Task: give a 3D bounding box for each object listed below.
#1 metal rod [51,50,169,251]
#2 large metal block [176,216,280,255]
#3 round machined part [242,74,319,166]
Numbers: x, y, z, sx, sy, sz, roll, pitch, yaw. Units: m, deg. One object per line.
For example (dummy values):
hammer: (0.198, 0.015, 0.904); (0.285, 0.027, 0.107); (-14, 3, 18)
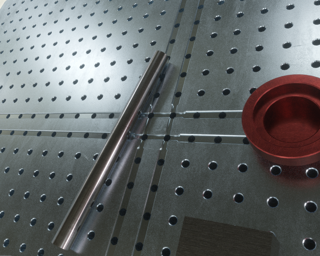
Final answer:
metal rod: (-0.060, 0.018, 0.429); (0.025, 0.025, 0.300); (14, 68, 33)
large metal block: (0.059, 0.132, 0.280); (0.080, 0.050, 0.080); (2, 63, 29)
round machined part: (0.140, -0.005, 0.327); (0.098, 0.042, 0.098); (-13, 56, 21)
